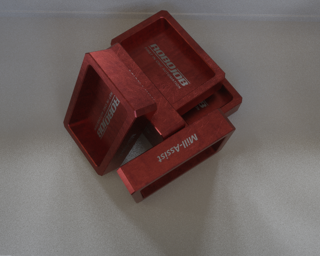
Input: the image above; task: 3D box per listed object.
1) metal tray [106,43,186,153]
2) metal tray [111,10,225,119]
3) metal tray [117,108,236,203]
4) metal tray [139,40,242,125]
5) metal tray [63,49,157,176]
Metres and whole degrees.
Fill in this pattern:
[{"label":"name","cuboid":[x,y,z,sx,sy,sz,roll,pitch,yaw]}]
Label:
[{"label":"metal tray","cuboid":[-0.023,-0.031,0.384,0.030,0.090,0.130,-35,74,-12]},{"label":"metal tray","cuboid":[0.009,-0.083,0.404,0.090,0.030,0.130,-35,73,-12]},{"label":"metal tray","cuboid":[0.018,0.036,0.361,0.131,0.090,0.030,-31,73,-11]},{"label":"metal tray","cuboid":[0.037,-0.058,0.428,0.090,0.030,0.130,-33,73,-10]},{"label":"metal tray","cuboid":[-0.064,-0.014,0.358,0.030,0.129,0.090,-25,69,-41]}]
